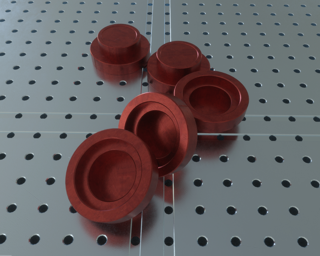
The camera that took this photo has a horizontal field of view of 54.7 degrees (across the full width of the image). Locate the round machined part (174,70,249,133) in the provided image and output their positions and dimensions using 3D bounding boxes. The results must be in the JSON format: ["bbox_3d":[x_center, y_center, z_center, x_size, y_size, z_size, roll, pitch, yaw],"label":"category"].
[{"bbox_3d":[0.067,-0.031,0.423,0.099,0.042,0.098,1,51,0],"label":"round machined part"}]

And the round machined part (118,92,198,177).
[{"bbox_3d":[0.001,0.007,0.367,0.098,0.097,0.042,37,21,26],"label":"round machined part"}]

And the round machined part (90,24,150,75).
[{"bbox_3d":[-0.066,-0.135,0.509,0.099,0.042,0.098,1,50,-1],"label":"round machined part"}]

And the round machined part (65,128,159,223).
[{"bbox_3d":[-0.048,0.053,0.336,0.098,0.042,0.098,-6,68,16],"label":"round machined part"}]

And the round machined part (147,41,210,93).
[{"bbox_3d":[0.029,-0.098,0.480,0.099,0.042,0.098,0,50,0],"label":"round machined part"}]
